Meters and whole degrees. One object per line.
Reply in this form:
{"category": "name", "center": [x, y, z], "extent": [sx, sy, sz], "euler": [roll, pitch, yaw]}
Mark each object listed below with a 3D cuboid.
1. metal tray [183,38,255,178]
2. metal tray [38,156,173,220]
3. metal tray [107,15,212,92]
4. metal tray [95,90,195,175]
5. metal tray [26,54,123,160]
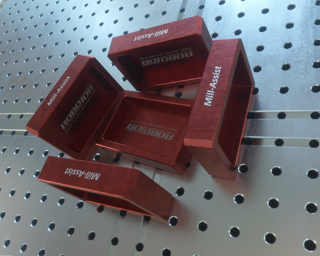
{"category": "metal tray", "center": [0.071, -0.021, 0.342], "extent": [0.030, 0.090, 0.130], "euler": [5, 64, 30]}
{"category": "metal tray", "center": [-0.062, 0.069, 0.358], "extent": [0.130, 0.090, 0.030], "euler": [4, 64, 30]}
{"category": "metal tray", "center": [0.007, -0.094, 0.421], "extent": [0.130, 0.090, 0.030], "euler": [-6, 59, 25]}
{"category": "metal tray", "center": [-0.014, 0.001, 0.412], "extent": [0.130, 0.030, 0.090], "euler": [12, 68, 33]}
{"category": "metal tray", "center": [-0.115, -0.028, 0.446], "extent": [0.030, 0.090, 0.130], "euler": [20, 72, 36]}
